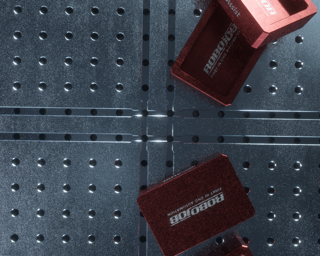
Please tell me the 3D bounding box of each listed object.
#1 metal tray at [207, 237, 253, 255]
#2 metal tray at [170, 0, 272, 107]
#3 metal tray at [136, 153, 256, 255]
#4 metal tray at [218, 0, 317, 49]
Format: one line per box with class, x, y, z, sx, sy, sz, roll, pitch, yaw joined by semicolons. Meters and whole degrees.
metal tray;0.106;0.226;0.411;0.090;0.030;0.130;-32;90;0
metal tray;0.083;-0.104;0.411;0.090;0.030;0.130;31;90;0
metal tray;0.046;0.100;0.411;0.130;0.030;0.090;-27;90;0
metal tray;0.119;-0.171;0.384;0.091;0.030;0.130;-27;78;-20
